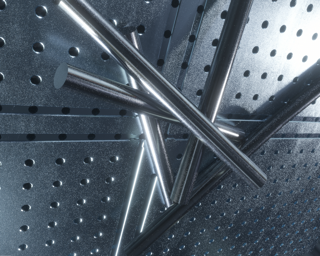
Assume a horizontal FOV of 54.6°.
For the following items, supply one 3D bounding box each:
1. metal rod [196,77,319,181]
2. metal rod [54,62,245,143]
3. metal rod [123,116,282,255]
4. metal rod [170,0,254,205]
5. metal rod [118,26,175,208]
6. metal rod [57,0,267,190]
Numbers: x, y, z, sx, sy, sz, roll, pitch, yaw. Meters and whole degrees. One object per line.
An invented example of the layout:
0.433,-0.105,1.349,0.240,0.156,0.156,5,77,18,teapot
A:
0.181,-0.002,0.507,0.300,0.025,0.025,-38,129,-2,metal rod
0.017,-0.017,0.381,0.302,0.025,0.025,16,111,-44,metal rod
0.067,0.089,0.471,0.300,0.025,0.025,-41,129,-4,metal rod
0.066,-0.049,0.375,0.025,0.025,0.298,11,100,-33,metal rod
-0.007,0.014,0.415,0.025,0.025,0.299,-25,127,-13,metal rod
0.018,-0.027,0.340,0.300,0.025,0.025,42,94,-19,metal rod
